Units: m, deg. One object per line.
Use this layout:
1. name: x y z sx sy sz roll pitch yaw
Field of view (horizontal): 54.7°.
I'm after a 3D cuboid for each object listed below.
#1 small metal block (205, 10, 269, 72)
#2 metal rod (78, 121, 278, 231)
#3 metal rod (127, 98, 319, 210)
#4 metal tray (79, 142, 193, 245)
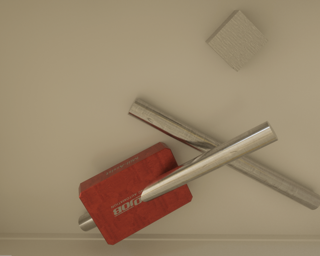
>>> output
1. small metal block: 0.092 -0.105 0.374 0.050 0.025 0.050 40 105 -14
2. metal rod: 0.008 0.073 0.407 0.300 0.025 0.025 -30 108 22
3. metal rod: 0.095 0.040 0.427 0.301 0.025 0.025 28 108 -10
4. metal tray: -0.031 0.088 0.422 0.131 0.030 0.090 -27 109 -8
